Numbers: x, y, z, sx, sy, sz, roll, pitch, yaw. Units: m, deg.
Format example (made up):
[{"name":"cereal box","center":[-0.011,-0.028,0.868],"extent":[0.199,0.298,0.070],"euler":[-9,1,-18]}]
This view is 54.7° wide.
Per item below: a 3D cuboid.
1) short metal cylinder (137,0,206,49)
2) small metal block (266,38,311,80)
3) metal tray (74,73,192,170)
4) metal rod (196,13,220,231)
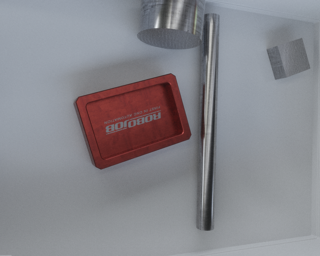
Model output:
[{"name":"short metal cylinder","center":[0.014,-0.135,0.387],"extent":[0.081,0.080,0.050],"euler":[7,88,-20]},{"name":"small metal block","center":[0.202,-0.109,0.487],"extent":[0.050,0.025,0.050],"euler":[-21,97,-19]},{"name":"metal tray","center":[-0.033,-0.011,0.396],"extent":[0.131,0.030,0.089],"euler":[-18,96,-20]},{"name":"metal rod","center":[0.068,-0.009,0.436],"extent":[0.025,0.025,0.298],"euler":[2,89,-20]}]
